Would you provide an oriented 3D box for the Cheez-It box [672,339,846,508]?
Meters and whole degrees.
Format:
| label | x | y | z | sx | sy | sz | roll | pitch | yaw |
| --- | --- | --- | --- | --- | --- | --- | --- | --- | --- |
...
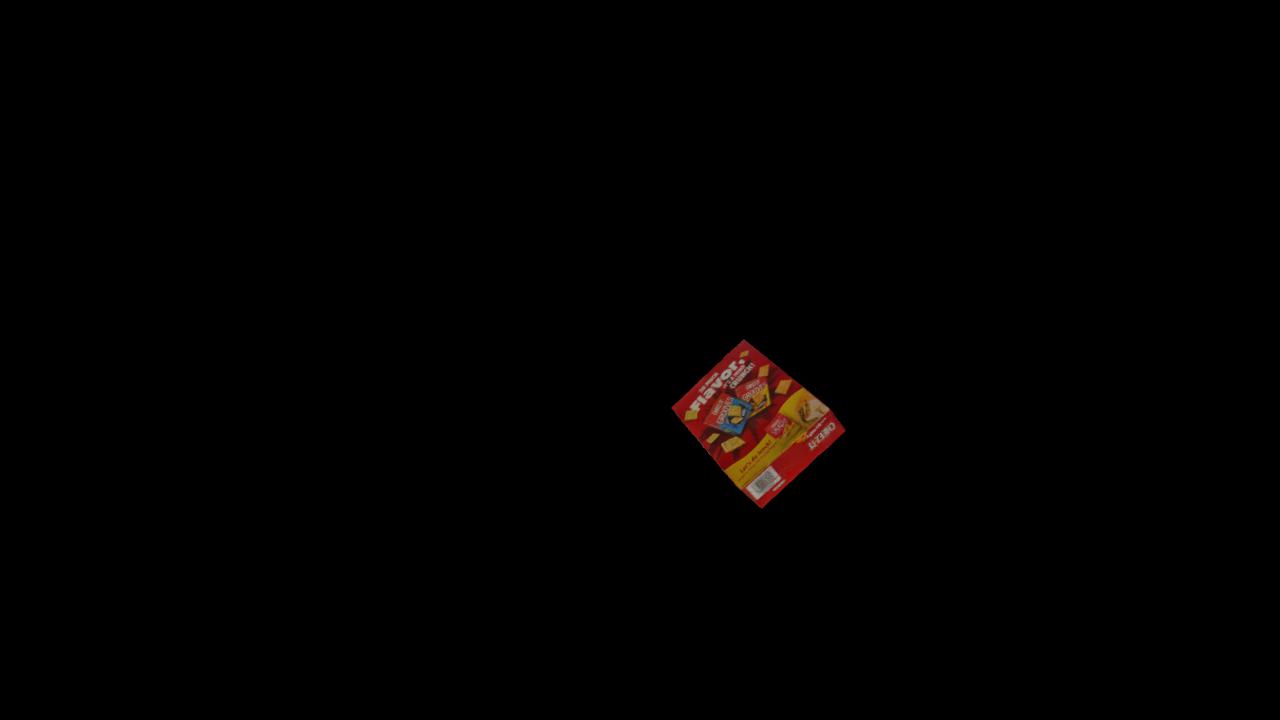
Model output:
| label | x | y | z | sx | sy | sz | roll | pitch | yaw |
| --- | --- | --- | --- | --- | --- | --- | --- | --- | --- |
| Cheez-It box | 0.167 | 0.088 | 0.923 | 0.071 | 0.166 | 0.223 | 46 | 1 | -37 |
